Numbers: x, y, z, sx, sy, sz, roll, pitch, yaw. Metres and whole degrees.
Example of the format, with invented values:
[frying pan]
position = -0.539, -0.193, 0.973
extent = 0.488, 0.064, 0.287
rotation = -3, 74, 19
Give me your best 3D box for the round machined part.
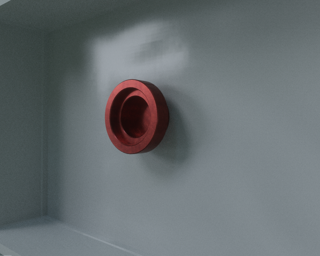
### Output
[round machined part]
position = -0.026, -0.015, 0.419
extent = 0.098, 0.042, 0.097
rotation = 0, 90, 40
